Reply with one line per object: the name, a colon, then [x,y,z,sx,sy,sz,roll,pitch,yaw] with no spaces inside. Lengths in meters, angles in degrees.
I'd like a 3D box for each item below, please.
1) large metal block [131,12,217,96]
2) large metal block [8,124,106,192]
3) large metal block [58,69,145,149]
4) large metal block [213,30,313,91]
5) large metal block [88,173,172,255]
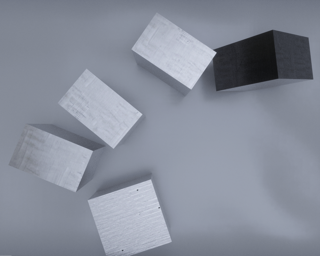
large metal block: [0.016,-0.086,0.384,0.080,0.080,0.050,34,90,0]
large metal block: [-0.121,0.033,0.383,0.080,0.080,0.050,22,90,0]
large metal block: [-0.066,-0.022,0.383,0.080,0.080,0.050,39,90,0]
large metal block: [0.121,-0.075,0.368,0.081,0.080,0.050,-7,90,-40]
large metal block: [-0.036,0.112,0.399,0.080,0.050,0.080,-18,90,0]
